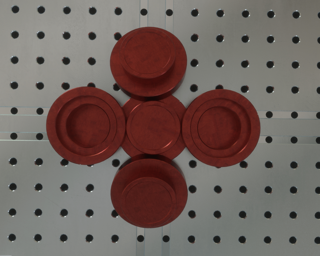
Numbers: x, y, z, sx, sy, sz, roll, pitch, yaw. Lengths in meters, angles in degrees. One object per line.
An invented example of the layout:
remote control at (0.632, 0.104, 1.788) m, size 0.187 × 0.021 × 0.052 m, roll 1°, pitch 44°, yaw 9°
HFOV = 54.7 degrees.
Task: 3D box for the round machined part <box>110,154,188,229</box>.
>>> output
round machined part at (-0.014, 0.085, 0.393) m, size 0.099 × 0.042 × 0.097 m, roll 0°, pitch 105°, yaw 0°

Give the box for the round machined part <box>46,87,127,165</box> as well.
round machined part at (-0.092, -0.003, 0.403) m, size 0.099 × 0.042 × 0.097 m, roll 0°, pitch 90°, yaw -1°

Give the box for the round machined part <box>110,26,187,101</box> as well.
round machined part at (-0.015, -0.086, 0.393) m, size 0.099 × 0.042 × 0.098 m, roll 0°, pitch 76°, yaw 1°

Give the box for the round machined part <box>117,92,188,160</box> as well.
round machined part at (-0.008, -0.001, 0.404) m, size 0.099 × 0.042 × 0.097 m, roll 0°, pitch 90°, yaw -1°

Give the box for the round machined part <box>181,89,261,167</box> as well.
round machined part at (0.076, 0.000, 0.405) m, size 0.099 × 0.042 × 0.097 m, roll 0°, pitch 90°, yaw -1°
